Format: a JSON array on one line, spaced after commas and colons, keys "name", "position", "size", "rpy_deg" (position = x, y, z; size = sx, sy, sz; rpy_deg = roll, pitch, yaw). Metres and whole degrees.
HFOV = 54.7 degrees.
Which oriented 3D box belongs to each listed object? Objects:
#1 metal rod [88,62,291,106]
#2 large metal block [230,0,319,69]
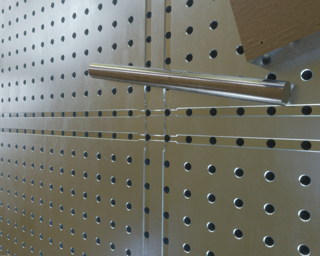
[{"name": "metal rod", "position": [0.010, -0.063, 0.398], "size": [0.300, 0.025, 0.025], "rpy_deg": [14, 99, 38]}, {"name": "large metal block", "position": [0.119, -0.111, 0.294], "size": [0.080, 0.050, 0.080], "rpy_deg": [-20, 78, 38]}]
